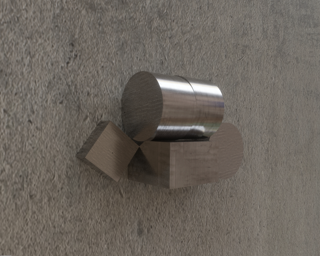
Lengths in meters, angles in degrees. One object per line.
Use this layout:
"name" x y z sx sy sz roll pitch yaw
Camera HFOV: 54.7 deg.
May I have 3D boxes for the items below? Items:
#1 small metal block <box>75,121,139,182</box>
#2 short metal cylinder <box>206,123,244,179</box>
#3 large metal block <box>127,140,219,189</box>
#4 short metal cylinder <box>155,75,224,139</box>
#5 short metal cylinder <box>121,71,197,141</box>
"small metal block" -0.060 0.026 0.357 0.050 0.025 0.050 45 63 -31
"short metal cylinder" 0.078 0.032 0.455 0.081 0.050 0.079 0 90 -40
"large metal block" 0.016 0.040 0.385 0.081 0.080 0.050 1 90 -40
"short metal cylinder" 0.035 -0.025 0.401 0.050 0.080 0.080 1 90 -40
"short metal cylinder" -0.003 -0.024 0.368 0.050 0.080 0.080 1 90 -40
